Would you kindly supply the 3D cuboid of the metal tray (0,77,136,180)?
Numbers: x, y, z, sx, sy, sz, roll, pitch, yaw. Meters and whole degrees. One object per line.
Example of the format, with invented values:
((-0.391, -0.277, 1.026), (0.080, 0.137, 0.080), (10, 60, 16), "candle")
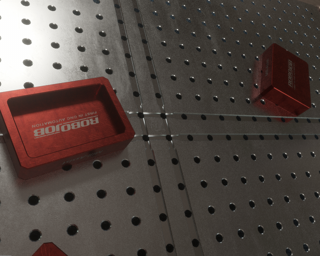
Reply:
((-0.105, -0.006, 0.352), (0.131, 0.030, 0.090), (-17, 71, -35), "metal tray")

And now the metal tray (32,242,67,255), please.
((-0.080, 0.173, 0.257), (0.130, 0.030, 0.090), (41, 51, 0), "metal tray")

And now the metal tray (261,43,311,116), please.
((0.243, -0.096, 0.598), (0.090, 0.030, 0.130), (26, 52, -12), "metal tray")
